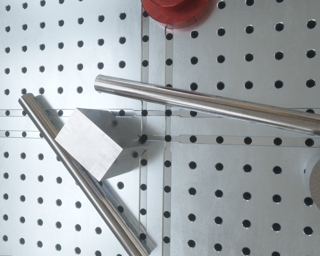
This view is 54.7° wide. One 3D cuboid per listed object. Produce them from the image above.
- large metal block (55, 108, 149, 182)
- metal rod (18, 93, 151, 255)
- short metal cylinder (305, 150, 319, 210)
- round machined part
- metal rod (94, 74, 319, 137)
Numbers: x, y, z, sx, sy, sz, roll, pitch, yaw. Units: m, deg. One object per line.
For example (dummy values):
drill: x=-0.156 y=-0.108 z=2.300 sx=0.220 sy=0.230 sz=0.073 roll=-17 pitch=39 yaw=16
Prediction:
large metal block: x=-0.073 y=0.019 z=0.408 sx=0.080 sy=0.080 sz=0.050 roll=40 pitch=103 yaw=15
metal rod: x=-0.116 y=0.066 z=0.451 sx=0.025 sy=0.025 sz=0.300 roll=-43 pitch=77 yaw=15
short metal cylinder: x=0.200 y=0.057 z=0.329 sx=0.080 sy=0.050 sz=0.079 roll=0 pitch=90 yaw=19
round machined part: x=0.019 y=-0.182 z=0.396 sx=0.098 sy=0.042 sz=0.097 roll=0 pitch=90 yaw=19
metal rod: x=0.052 y=-0.032 z=0.393 sx=0.301 sy=0.025 sz=0.025 roll=13 pitch=94 yaw=19
